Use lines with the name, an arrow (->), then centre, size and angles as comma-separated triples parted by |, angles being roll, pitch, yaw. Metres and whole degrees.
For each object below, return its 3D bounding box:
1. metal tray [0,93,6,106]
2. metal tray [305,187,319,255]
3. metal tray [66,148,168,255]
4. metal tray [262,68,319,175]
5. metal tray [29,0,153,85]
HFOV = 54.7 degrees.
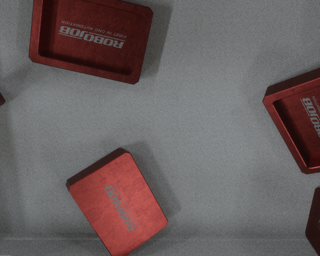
metal tray -> -0.243, -0.019, 0.336 | 0.090, 0.130, 0.030 | -31, 94, 1
metal tray -> 0.245, 0.150, 0.414 | 0.030, 0.130, 0.089 | 1, 110, -1
metal tray -> -0.056, 0.104, 0.426 | 0.091, 0.030, 0.129 | -32, 109, -17
metal tray -> 0.200, -0.006, 0.387 | 0.090, 0.030, 0.130 | -21, 112, 38
metal tray -> -0.080, -0.110, 0.366 | 0.131, 0.030, 0.089 | 12, 110, -5
